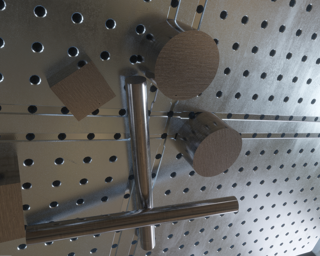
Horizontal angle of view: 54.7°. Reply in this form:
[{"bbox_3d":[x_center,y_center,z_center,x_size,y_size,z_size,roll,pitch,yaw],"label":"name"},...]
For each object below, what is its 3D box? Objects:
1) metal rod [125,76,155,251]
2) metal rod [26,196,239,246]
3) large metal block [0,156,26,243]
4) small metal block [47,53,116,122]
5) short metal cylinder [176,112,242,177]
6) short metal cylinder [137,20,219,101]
[{"bbox_3d":[-0.024,0.069,0.440,0.025,0.025,0.298,-15,125,-20],"label":"metal rod"},{"bbox_3d":[-0.028,0.130,0.445,0.302,0.025,0.025,-4,121,-16],"label":"metal rod"},{"bbox_3d":[-0.196,0.083,0.339,0.081,0.050,0.079,-6,121,-26],"label":"large metal block"},{"bbox_3d":[-0.085,-0.044,0.338,0.050,0.025,0.050,-35,129,-5],"label":"small metal block"},{"bbox_3d":[0.070,0.024,0.448,0.081,0.050,0.079,-14,124,-21],"label":"short metal cylinder"},{"bbox_3d":[0.020,-0.078,0.358,0.081,0.050,0.079,-14,124,-21],"label":"short metal cylinder"}]
